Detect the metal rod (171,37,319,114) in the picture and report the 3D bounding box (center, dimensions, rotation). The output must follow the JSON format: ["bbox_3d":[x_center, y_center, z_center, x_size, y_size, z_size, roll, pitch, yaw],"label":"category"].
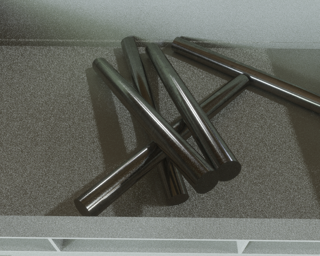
[{"bbox_3d":[0.148,-0.075,0.468,0.300,0.025,0.025,29,56,22],"label":"metal rod"}]

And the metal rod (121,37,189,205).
[{"bbox_3d":[-0.017,-0.033,0.432,0.025,0.025,0.300,-11,51,-9],"label":"metal rod"}]

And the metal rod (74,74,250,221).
[{"bbox_3d":[0.026,0.003,0.374,0.025,0.025,0.302,33,49,25],"label":"metal rod"}]

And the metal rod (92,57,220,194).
[{"bbox_3d":[-0.027,-0.026,0.377,0.025,0.025,0.300,-22,38,-18],"label":"metal rod"}]

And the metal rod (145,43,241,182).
[{"bbox_3d":[0.025,-0.045,0.396,0.025,0.025,0.300,-11,37,-9],"label":"metal rod"}]
